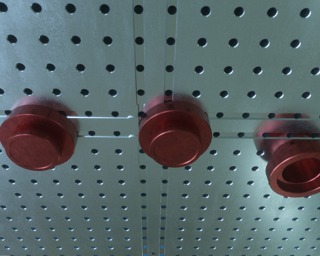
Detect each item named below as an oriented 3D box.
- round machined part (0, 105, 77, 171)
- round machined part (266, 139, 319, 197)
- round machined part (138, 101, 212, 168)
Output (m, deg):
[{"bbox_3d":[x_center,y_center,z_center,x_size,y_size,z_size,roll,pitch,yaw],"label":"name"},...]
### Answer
[{"bbox_3d":[-0.165,0.020,0.415,0.099,0.042,0.097,0,130,0],"label":"round machined part"},{"bbox_3d":[0.204,0.055,0.450,0.099,0.042,0.097,-1,130,0],"label":"round machined part"},{"bbox_3d":[0.020,0.016,0.414,0.099,0.042,0.097,-1,130,0],"label":"round machined part"}]
